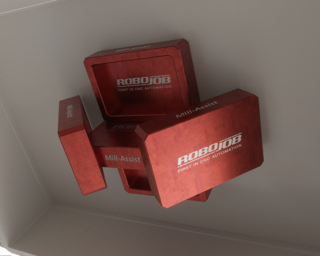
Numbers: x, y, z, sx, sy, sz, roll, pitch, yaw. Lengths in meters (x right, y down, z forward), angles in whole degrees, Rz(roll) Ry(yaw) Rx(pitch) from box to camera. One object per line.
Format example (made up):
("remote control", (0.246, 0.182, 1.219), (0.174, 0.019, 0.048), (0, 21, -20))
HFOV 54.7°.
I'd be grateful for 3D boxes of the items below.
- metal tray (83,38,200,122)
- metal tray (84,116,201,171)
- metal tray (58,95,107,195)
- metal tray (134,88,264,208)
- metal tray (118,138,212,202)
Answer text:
("metal tray", (-0.022, -0.054, 0.381), (0.130, 0.030, 0.089), (-1, 119, 27))
("metal tray", (-0.025, 0.013, 0.386), (0.130, 0.090, 0.030), (0, 118, 27))
("metal tray", (-0.105, 0.017, 0.414), (0.030, 0.130, 0.089), (-18, 115, -9))
("metal tray", (0.047, 0.020, 0.335), (0.030, 0.131, 0.089), (-139, 32, -60))
("metal tray", (0.002, 0.053, 0.433), (0.130, 0.030, 0.089), (0, 119, 27))
